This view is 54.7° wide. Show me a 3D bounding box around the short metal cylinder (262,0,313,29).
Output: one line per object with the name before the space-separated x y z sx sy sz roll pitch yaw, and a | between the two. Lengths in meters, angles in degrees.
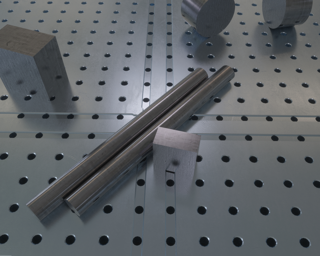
short metal cylinder | 0.229 -0.225 0.563 0.050 0.080 0.080 -10 51 -9

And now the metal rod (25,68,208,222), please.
metal rod | -0.036 0.004 0.403 0.025 0.025 0.302 34 58 25

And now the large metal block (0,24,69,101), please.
large metal block | -0.190 -0.094 0.450 0.080 0.080 0.050 17 52 13

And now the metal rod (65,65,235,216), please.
metal rod | 0.005 0.000 0.407 0.025 0.025 0.302 34 58 25

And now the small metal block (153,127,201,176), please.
small metal block | 0.019 0.029 0.368 0.050 0.050 0.025 12 51 9

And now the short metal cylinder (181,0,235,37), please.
short metal cylinder | 0.085 -0.209 0.549 0.081 0.080 0.050 -22 54 -18
